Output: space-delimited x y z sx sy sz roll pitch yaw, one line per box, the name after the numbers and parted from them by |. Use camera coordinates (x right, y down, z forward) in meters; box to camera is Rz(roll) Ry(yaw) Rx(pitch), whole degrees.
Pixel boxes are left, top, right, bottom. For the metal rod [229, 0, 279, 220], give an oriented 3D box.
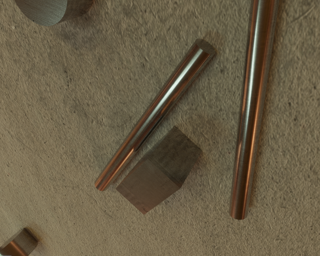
0.101 -0.012 0.345 0.025 0.025 0.298 11 123 22 | metal rod

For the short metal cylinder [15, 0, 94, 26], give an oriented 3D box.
-0.123 -0.163 0.355 0.080 0.050 0.079 13 124 21 | short metal cylinder

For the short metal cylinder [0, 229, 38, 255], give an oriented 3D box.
-0.335 0.282 0.722 0.080 0.080 0.050 -33 100 38 | short metal cylinder

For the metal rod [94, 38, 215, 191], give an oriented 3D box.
-0.024 0.004 0.421 0.025 0.025 0.298 40 129 1 | metal rod

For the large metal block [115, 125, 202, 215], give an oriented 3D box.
0.000 0.054 0.405 0.050 0.080 0.080 43 129 -2 | large metal block
